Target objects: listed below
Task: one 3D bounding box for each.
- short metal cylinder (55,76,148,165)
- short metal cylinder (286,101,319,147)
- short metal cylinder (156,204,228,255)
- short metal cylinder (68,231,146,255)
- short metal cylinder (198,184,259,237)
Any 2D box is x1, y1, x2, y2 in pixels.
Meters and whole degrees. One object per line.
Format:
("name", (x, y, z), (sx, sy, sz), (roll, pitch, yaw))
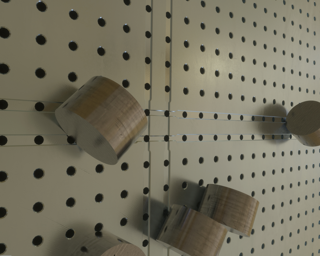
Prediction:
("short metal cylinder", (-0.060, -0.007, 0.323), (0.050, 0.080, 0.080), (-51, 120, -28))
("short metal cylinder", (0.306, -0.009, 0.629), (0.050, 0.080, 0.080), (35, 68, -35))
("short metal cylinder", (0.042, 0.143, 0.408), (0.080, 0.080, 0.050), (43, 64, -32))
("short metal cylinder", (-0.059, 0.162, 0.343), (0.081, 0.050, 0.079), (0, 90, -40))
("short metal cylinder", (0.099, 0.121, 0.456), (0.080, 0.080, 0.050), (35, 69, -35))
